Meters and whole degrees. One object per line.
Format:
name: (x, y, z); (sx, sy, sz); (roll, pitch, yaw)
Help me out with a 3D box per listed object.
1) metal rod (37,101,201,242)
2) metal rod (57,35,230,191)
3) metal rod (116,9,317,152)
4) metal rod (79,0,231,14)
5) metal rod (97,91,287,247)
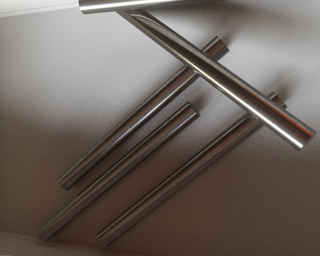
metal rod: (-0.067, 0.069, 0.433); (0.299, 0.025, 0.025); (-40, 78, 15)
metal rod: (-0.032, -0.011, 0.421); (0.299, 0.025, 0.025); (-40, 77, 15)
metal rod: (0.045, -0.079, 0.365); (0.300, 0.025, 0.025); (43, 104, 26)
metal rod: (0.046, -0.165, 0.375); (0.301, 0.025, 0.025); (-1, 90, 13)
metal rod: (0.031, 0.061, 0.399); (0.299, 0.025, 0.025); (-41, 77, 15)
